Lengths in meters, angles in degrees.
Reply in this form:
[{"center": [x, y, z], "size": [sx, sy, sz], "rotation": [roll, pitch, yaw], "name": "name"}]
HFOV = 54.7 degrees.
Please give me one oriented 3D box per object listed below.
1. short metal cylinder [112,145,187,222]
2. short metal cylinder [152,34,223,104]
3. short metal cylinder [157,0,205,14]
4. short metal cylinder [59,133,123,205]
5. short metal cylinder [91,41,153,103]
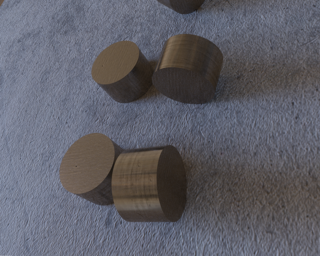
[{"center": [-0.009, 0.061, 0.336], "size": [0.050, 0.080, 0.080], "rotation": [-8, 58, 24], "name": "short metal cylinder"}, {"center": [0.036, -0.073, 0.395], "size": [0.080, 0.080, 0.050], "rotation": [4, 64, 30], "name": "short metal cylinder"}, {"center": [0.033, -0.229, 0.492], "size": [0.080, 0.080, 0.050], "rotation": [-43, 51, -1], "name": "short metal cylinder"}, {"center": [-0.079, 0.053, 0.397], "size": [0.080, 0.050, 0.080], "rotation": [-13, 56, 21], "name": "short metal cylinder"}, {"center": [-0.055, -0.085, 0.469], "size": [0.080, 0.050, 0.080], "rotation": [-13, 56, 21], "name": "short metal cylinder"}]
